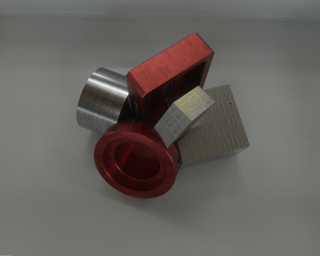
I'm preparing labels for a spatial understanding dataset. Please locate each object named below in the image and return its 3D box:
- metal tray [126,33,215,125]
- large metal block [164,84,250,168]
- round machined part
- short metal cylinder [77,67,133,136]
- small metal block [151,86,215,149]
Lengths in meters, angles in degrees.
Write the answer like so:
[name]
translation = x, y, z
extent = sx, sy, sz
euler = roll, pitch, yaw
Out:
[metal tray]
translation = 0.010, -0.045, 0.369
extent = 0.090, 0.130, 0.030
euler = -33, 75, -12
[large metal block]
translation = 0.055, -0.001, 0.388
extent = 0.081, 0.050, 0.080
euler = -13, 75, -5
[round machined part]
translation = -0.024, 0.033, 0.367
extent = 0.098, 0.097, 0.042
euler = 19, 36, 6
[short metal cylinder]
translation = -0.061, -0.030, 0.389
extent = 0.050, 0.080, 0.080
euler = 21, 71, 7
[small metal block]
translation = 0.024, -0.012, 0.327
extent = 0.025, 0.050, 0.050
euler = 46, 44, 7
